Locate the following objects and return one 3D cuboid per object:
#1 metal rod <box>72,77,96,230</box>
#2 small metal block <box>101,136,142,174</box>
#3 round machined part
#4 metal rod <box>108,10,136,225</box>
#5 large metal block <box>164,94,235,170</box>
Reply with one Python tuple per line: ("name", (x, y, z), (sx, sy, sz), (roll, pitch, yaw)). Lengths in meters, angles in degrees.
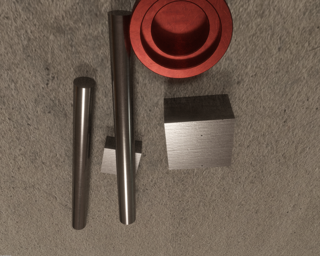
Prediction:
("metal rod", (-0.116, 0.058, 0.455), (0.025, 0.025, 0.298), (8, 130, -7))
("small metal block", (-0.055, 0.041, 0.442), (0.050, 0.025, 0.050), (10, 130, -9))
("round machined part", (0.020, -0.102, 0.309), (0.099, 0.042, 0.097), (-1, 130, 0))
("metal rod", (-0.044, 0.011, 0.389), (0.025, 0.025, 0.298), (1, 122, -2))
("large metal block", (0.048, 0.006, 0.397), (0.080, 0.050, 0.079), (-4, 130, 3))
